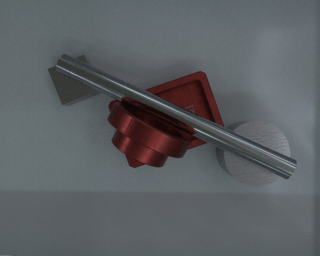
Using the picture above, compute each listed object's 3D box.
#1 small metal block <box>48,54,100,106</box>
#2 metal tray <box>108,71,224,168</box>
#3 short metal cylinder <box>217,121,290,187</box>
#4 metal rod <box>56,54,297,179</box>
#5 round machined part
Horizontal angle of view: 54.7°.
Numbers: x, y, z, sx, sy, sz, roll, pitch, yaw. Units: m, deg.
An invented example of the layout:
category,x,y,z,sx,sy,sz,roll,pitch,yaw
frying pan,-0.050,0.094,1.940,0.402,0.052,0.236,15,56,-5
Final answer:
category,x,y,z,sx,sy,sz,roll,pitch,yaw
small metal block,-0.111,-0.062,0.408,0.050,0.025,0.050,-22,90,-1
metal tray,0.009,-0.011,0.407,0.131,0.030,0.090,-19,90,-1
short metal cylinder,0.117,0.031,0.399,0.081,0.050,0.079,0,90,-1
metal rod,0.014,-0.016,0.369,0.301,0.025,0.025,25,90,6
round machined part,-0.017,0.011,0.360,0.098,0.098,0.042,28,98,-1
